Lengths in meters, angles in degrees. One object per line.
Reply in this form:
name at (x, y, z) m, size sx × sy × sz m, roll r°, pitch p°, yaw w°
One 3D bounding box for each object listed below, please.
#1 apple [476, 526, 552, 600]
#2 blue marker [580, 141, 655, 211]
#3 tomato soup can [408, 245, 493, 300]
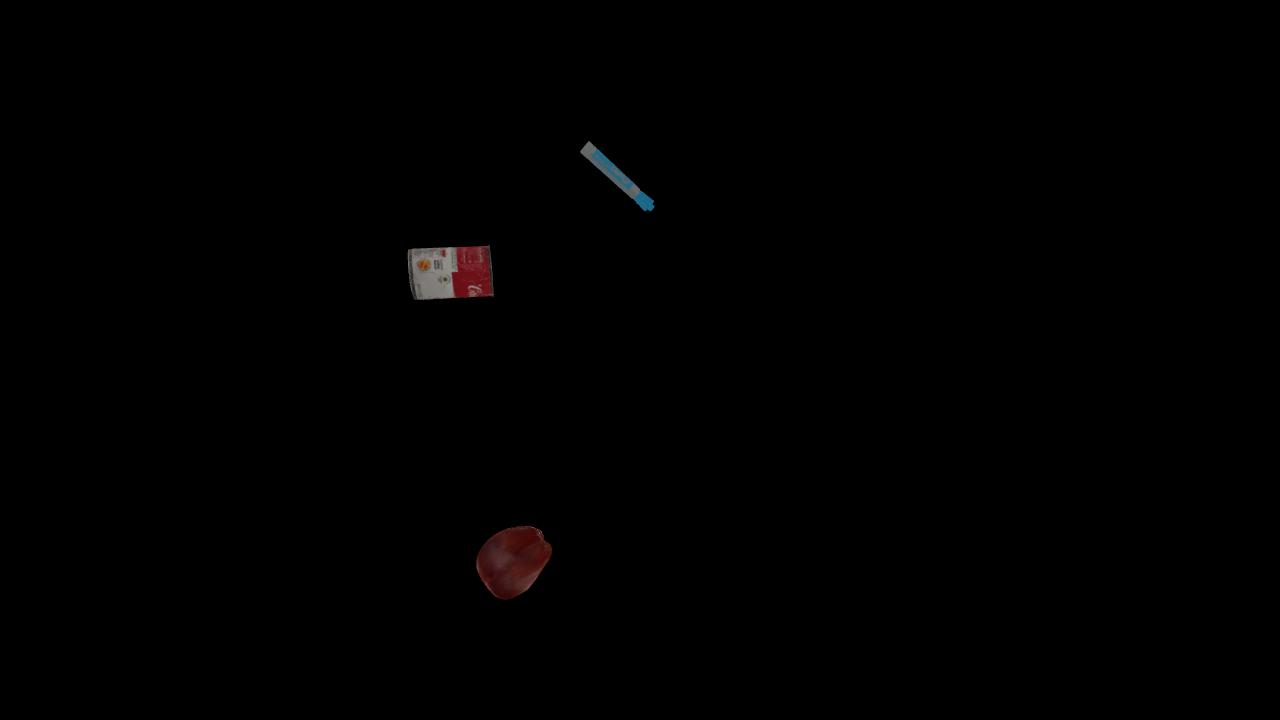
apple at (-0.159, 0.251, 0.772) m, size 0.093 × 0.079 × 0.079 m, roll -35°, pitch 4°, yaw -6°
blue marker at (-0.028, -0.242, 0.819) m, size 0.121 × 0.020 × 0.020 m, roll 40°, pitch -12°, yaw -15°
tomato soup can at (-0.244, -0.113, 0.798) m, size 0.101 × 0.068 × 0.068 m, roll -4°, pitch 1°, yaw -14°
